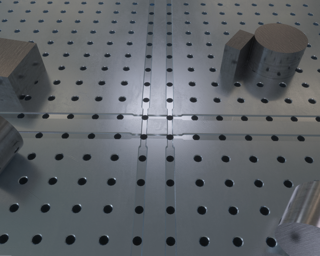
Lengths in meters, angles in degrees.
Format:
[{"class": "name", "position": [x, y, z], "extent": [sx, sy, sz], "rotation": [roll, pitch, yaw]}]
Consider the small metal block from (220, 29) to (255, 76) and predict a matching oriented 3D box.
[{"class": "small metal block", "position": [0.123, -0.120, 0.493], "extent": [0.025, 0.050, 0.050], "rotation": [29, 56, 22]}]

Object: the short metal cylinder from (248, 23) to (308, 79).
[{"class": "short metal cylinder", "position": [0.187, -0.124, 0.497], "extent": [0.081, 0.050, 0.080], "rotation": [0, 50, 0]}]

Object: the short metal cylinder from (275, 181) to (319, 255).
[{"class": "short metal cylinder", "position": [0.158, 0.096, 0.292], "extent": [0.080, 0.080, 0.050], "rotation": [28, 55, 21]}]

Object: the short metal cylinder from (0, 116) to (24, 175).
[{"class": "short metal cylinder", "position": [-0.209, 0.018, 0.355], "extent": [0.080, 0.080, 0.050], "rotation": [15, 52, 12]}]

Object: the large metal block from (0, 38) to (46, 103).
[{"class": "large metal block", "position": [-0.234, -0.089, 0.464], "extent": [0.080, 0.050, 0.080], "rotation": [10, 51, 8]}]
